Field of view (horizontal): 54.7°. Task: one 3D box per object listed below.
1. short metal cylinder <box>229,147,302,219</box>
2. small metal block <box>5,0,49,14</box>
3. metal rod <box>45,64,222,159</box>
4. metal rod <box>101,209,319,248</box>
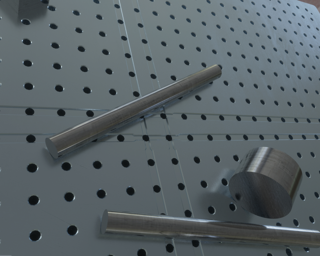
[{"bbox_3d":[0.138,0.072,0.406,0.080,0.080,0.050,43,51,1],"label":"short metal cylinder"},{"bbox_3d":[-0.188,-0.190,0.423,0.050,0.025,0.050,46,51,3],"label":"small metal block"},{"bbox_3d":[-0.012,-0.036,0.425,0.302,0.025,0.025,-29,78,-38],"label":"metal rod"},{"bbox_3d":[0.080,0.126,0.376,0.302,0.025,0.025,12,57,-22],"label":"metal rod"}]
